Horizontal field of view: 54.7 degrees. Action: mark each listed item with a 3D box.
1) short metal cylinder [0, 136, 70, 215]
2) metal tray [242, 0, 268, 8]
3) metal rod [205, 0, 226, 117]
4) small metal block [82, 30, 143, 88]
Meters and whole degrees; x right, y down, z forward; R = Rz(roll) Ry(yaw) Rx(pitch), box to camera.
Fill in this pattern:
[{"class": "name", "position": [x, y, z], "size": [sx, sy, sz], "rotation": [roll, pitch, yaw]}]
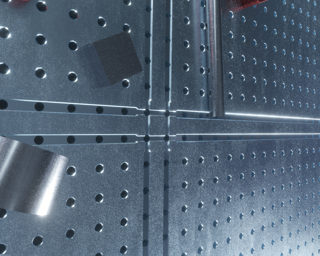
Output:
[{"class": "short metal cylinder", "position": [-0.126, 0.039, 0.268], "size": [0.080, 0.080, 0.050], "rotation": [26, 74, -37]}, {"class": "metal tray", "position": [0.167, -0.288, 0.544], "size": [0.091, 0.030, 0.129], "rotation": [-31, 110, -36]}, {"class": "metal rod", "position": [0.083, -0.167, 0.477], "size": [0.025, 0.025, 0.298], "rotation": [-4, 93, -40]}, {"class": "small metal block", "position": [-0.054, -0.081, 0.363], "size": [0.050, 0.025, 0.050], "rotation": [-33, 111, -35]}]
